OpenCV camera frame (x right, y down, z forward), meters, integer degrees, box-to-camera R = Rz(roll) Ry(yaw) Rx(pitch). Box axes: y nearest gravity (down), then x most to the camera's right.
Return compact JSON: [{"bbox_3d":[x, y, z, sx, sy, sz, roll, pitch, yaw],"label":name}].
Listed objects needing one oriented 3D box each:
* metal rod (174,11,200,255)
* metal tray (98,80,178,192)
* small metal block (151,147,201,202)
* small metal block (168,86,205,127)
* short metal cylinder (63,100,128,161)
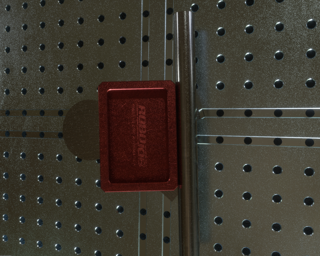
[{"bbox_3d":[0.033,0.012,0.373,0.025,0.025,0.298,-1,90,19],"label":"metal rod"},{"bbox_3d":[-0.026,0.009,0.376,0.091,0.030,0.129,-1,90,0],"label":"metal tray"},{"bbox_3d":[0.016,0.059,0.405,0.050,0.025,0.050,41,102,15],"label":"small metal block"},{"bbox_3d":[0.026,-0.029,0.403,0.050,0.025,0.050,-16,85,19],"label":"small metal block"},{"bbox_3d":[-0.085,0.002,0.427,0.080,0.050,0.079,0,90,19],"label":"short metal cylinder"}]
